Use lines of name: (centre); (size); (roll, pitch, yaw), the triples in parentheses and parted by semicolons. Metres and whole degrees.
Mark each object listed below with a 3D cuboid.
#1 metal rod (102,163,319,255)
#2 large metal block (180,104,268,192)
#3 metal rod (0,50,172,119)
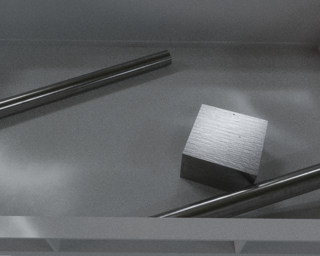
metal rod: (0.091, 0.074, 0.321); (0.302, 0.025, 0.025); (-16, 52, -5)
large metal block: (0.076, 0.025, 0.369); (0.080, 0.050, 0.080); (16, 52, 12)
metal rod: (-0.122, -0.062, 0.455); (0.302, 0.025, 0.025); (-21, 53, -17)
